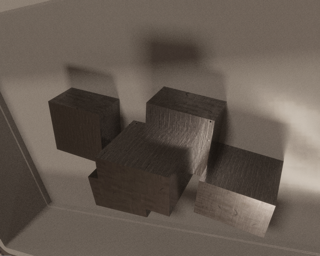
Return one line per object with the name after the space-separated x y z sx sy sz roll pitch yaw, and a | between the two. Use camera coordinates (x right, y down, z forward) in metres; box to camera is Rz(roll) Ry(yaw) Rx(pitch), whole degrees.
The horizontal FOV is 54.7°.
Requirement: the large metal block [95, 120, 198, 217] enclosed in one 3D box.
-0.011 0.039 0.337 0.080 0.080 0.050 12 124 21 | large metal block

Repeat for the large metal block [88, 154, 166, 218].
-0.039 0.071 0.436 0.080 0.080 0.050 6 121 24 | large metal block

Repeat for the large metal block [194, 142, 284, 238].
0.094 0.069 0.366 0.080 0.080 0.050 16 125 18 | large metal block

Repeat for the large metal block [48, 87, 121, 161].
-0.104 -0.005 0.443 0.080 0.050 0.079 15 125 19 | large metal block

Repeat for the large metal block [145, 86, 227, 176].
0.029 0.003 0.378 0.080 0.050 0.079 16 125 18 | large metal block
